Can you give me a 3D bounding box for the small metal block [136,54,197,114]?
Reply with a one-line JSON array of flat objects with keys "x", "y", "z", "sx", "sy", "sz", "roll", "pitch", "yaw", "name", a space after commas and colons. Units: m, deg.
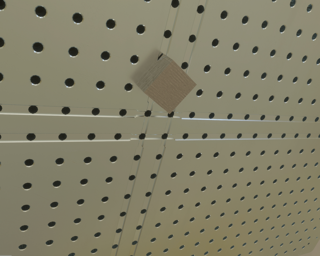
[{"x": 0.008, "y": -0.054, "z": 0.382, "sx": 0.050, "sy": 0.025, "sz": 0.050, "roll": -48, "pitch": 129, "yaw": 5, "name": "small metal block"}]
